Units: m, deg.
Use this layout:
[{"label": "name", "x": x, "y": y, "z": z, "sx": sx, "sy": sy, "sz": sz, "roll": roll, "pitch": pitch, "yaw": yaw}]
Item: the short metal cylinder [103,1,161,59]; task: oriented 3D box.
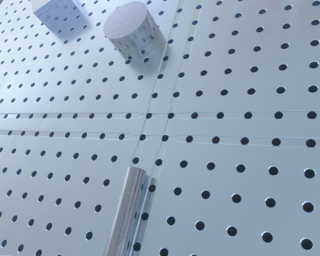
[{"label": "short metal cylinder", "x": -0.046, "y": -0.162, "z": 0.514, "sx": 0.080, "sy": 0.050, "sz": 0.080, "roll": -13, "pitch": 56, "yaw": 20}]

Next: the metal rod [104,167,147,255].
[{"label": "metal rod", "x": -0.060, "y": 0.185, "z": 0.324, "sx": 0.025, "sy": 0.025, "sz": 0.300, "roll": -1, "pitch": 61, "yaw": 27}]

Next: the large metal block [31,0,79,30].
[{"label": "large metal block", "x": -0.232, "y": -0.276, "z": 0.680, "sx": 0.080, "sy": 0.050, "sz": 0.080, "roll": -30, "pitch": 52, "yaw": 8}]
